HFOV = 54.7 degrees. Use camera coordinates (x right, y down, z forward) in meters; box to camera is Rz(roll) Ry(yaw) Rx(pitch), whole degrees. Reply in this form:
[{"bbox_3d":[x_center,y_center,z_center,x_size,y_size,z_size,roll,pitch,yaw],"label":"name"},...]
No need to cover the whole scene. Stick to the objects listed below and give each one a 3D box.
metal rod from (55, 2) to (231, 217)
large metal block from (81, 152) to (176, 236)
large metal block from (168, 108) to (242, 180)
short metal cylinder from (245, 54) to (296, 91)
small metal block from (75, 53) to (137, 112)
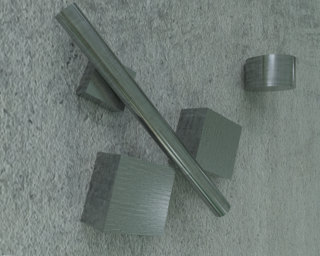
[{"bbox_3d":[-0.006,-0.004,0.353,0.300,0.025,0.025,52,60,-20],"label":"metal rod"},{"bbox_3d":[-0.035,0.076,0.359,0.080,0.050,0.080,20,78,-38],"label":"large metal block"},{"bbox_3d":[0.066,0.023,0.444,0.080,0.050,0.080,24,75,-38],"label":"large metal block"},{"bbox_3d":[0.186,-0.091,0.524,0.081,0.080,0.050,0,90,-40],"label":"short metal cylinder"},{"bbox_3d":[-0.061,-0.051,0.354,0.050,0.025,0.050,27,73,-37],"label":"small metal block"}]
